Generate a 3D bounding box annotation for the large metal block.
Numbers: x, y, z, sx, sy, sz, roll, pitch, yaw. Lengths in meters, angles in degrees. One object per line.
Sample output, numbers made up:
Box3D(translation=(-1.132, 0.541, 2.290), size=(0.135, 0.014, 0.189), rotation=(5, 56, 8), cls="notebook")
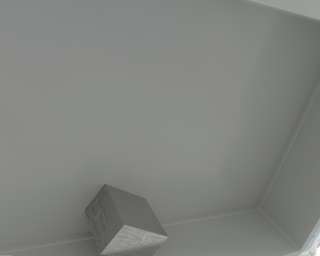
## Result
Box3D(translation=(-0.048, 0.132, 0.430), size=(0.080, 0.080, 0.050), rotation=(31, 101, -38), cls="large metal block")
